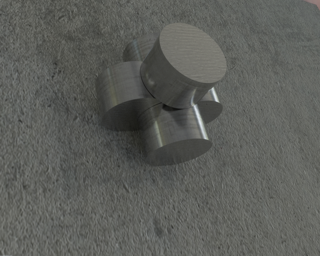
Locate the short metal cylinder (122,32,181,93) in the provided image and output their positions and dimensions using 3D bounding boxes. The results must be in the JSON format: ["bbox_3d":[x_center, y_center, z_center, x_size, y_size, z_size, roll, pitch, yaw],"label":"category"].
[{"bbox_3d":[-0.006,-0.082,0.418,0.081,0.080,0.050,-2,63,-30],"label":"short metal cylinder"}]

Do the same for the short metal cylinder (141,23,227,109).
[{"bbox_3d":[0.025,-0.068,0.343,0.081,0.050,0.080,14,56,-21],"label":"short metal cylinder"}]

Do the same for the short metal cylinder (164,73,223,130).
[{"bbox_3d":[0.037,-0.036,0.414,0.081,0.080,0.050,0,62,-29],"label":"short metal cylinder"}]

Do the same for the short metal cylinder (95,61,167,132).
[{"bbox_3d":[-0.034,-0.036,0.375,0.081,0.080,0.050,-1,63,-29],"label":"short metal cylinder"}]

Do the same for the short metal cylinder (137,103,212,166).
[{"bbox_3d":[0.017,0.008,0.376,0.081,0.080,0.050,0,62,-29],"label":"short metal cylinder"}]
